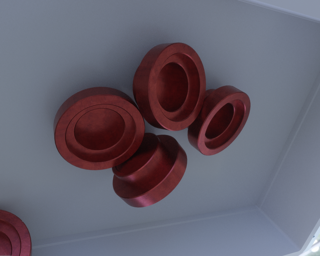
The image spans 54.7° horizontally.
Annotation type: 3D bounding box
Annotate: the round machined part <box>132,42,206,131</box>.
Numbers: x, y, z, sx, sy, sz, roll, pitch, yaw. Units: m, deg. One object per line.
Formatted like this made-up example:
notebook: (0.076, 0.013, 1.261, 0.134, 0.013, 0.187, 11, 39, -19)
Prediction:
round machined part: (0.007, -0.047, 0.357, 0.099, 0.042, 0.097, -11, 106, -45)

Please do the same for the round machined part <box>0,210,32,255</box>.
round machined part: (-0.198, 0.146, 0.351, 0.099, 0.098, 0.042, -8, 148, -25)

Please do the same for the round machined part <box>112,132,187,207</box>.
round machined part: (-0.020, 0.044, 0.381, 0.098, 0.098, 0.042, -39, 121, -2)

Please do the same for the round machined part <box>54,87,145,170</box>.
round machined part: (-0.070, -0.003, 0.354, 0.099, 0.042, 0.097, -11, 124, -16)

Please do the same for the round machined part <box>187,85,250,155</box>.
round machined part: (0.074, -0.014, 0.422, 0.099, 0.042, 0.097, -26, 136, -28)
